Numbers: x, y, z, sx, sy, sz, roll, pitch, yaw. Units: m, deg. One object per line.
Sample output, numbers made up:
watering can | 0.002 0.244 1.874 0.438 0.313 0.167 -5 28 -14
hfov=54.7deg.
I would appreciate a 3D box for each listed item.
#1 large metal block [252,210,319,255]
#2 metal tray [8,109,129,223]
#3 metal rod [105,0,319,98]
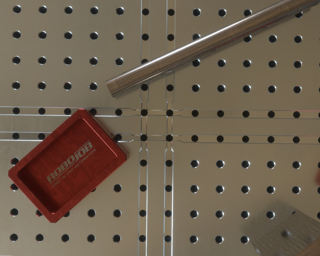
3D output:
large metal block | 0.174 0.157 0.387 0.080 0.080 0.050 -37 90 0
metal tray | -0.118 0.048 0.409 0.130 0.030 0.090 -42 90 0
metal rod | 0.070 -0.114 0.413 0.301 0.025 0.025 -25 90 0
